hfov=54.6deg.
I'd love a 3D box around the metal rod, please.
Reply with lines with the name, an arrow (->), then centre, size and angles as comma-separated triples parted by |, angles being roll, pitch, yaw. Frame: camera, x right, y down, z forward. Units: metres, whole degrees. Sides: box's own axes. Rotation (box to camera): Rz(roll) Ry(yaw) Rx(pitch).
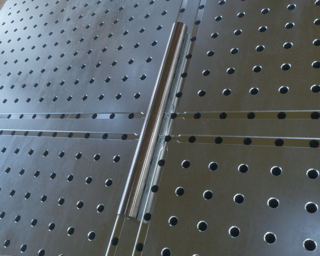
metal rod -> -0.004, -0.027, 0.428 | 0.025, 0.025, 0.300 | 1, 62, 28
